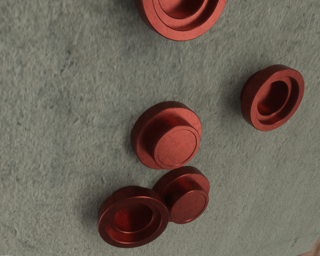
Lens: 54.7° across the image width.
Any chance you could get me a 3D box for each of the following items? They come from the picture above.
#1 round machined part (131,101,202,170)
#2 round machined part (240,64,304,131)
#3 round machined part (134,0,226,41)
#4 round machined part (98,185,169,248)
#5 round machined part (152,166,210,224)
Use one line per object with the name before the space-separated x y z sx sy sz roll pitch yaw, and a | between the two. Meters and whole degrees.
round machined part | 0.014 0.016 0.416 0.099 0.042 0.097 -14 125 -21
round machined part | 0.159 -0.047 0.456 0.099 0.042 0.097 -14 125 -21
round machined part | 0.018 -0.144 0.318 0.099 0.042 0.097 -14 125 -21
round machined part | -0.040 0.121 0.443 0.099 0.042 0.097 -7 121 -12
round machined part | 0.037 0.112 0.487 0.099 0.042 0.097 -14 125 -21
